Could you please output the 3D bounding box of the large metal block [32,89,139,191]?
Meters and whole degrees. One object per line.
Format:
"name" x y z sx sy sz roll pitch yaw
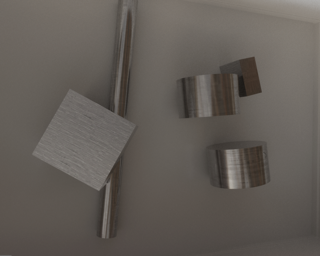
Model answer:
"large metal block" -0.080 0.013 0.351 0.080 0.050 0.080 29 88 -1

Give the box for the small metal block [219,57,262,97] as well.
"small metal block" 0.114 -0.070 0.441 0.025 0.050 0.050 -15 96 -20

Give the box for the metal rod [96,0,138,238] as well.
"metal rod" -0.054 -0.015 0.391 0.025 0.025 0.298 6 88 -20

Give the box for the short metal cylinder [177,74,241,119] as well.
"short metal cylinder" 0.063 -0.040 0.406 0.081 0.080 0.050 -5 92 -20

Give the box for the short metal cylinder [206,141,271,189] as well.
"short metal cylinder" 0.106 0.048 0.422 0.081 0.080 0.050 -8 93 -20
